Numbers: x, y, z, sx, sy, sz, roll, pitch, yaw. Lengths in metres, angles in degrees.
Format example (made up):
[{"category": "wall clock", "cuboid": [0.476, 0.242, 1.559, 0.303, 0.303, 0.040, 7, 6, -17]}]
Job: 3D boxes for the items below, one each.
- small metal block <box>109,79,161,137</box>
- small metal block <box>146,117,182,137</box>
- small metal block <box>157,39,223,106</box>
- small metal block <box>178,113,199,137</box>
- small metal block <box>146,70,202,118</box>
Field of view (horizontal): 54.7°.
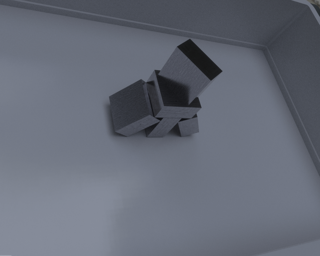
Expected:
[{"category": "small metal block", "cuboid": [-0.032, -0.024, 0.381, 0.025, 0.050, 0.050, 28, 42, -55]}, {"category": "small metal block", "cuboid": [-0.001, -0.022, 0.400, 0.025, 0.050, 0.050, 1, 61, -28]}, {"category": "small metal block", "cuboid": [0.032, -0.061, 0.344, 0.050, 0.050, 0.025, 46, 52, 4]}, {"category": "small metal block", "cuboid": [0.033, -0.023, 0.416, 0.025, 0.050, 0.050, -15, 65, 3]}, {"category": "small metal block", "cuboid": [0.016, -0.040, 0.371, 0.050, 0.025, 0.050, 1, 61, -28]}]
